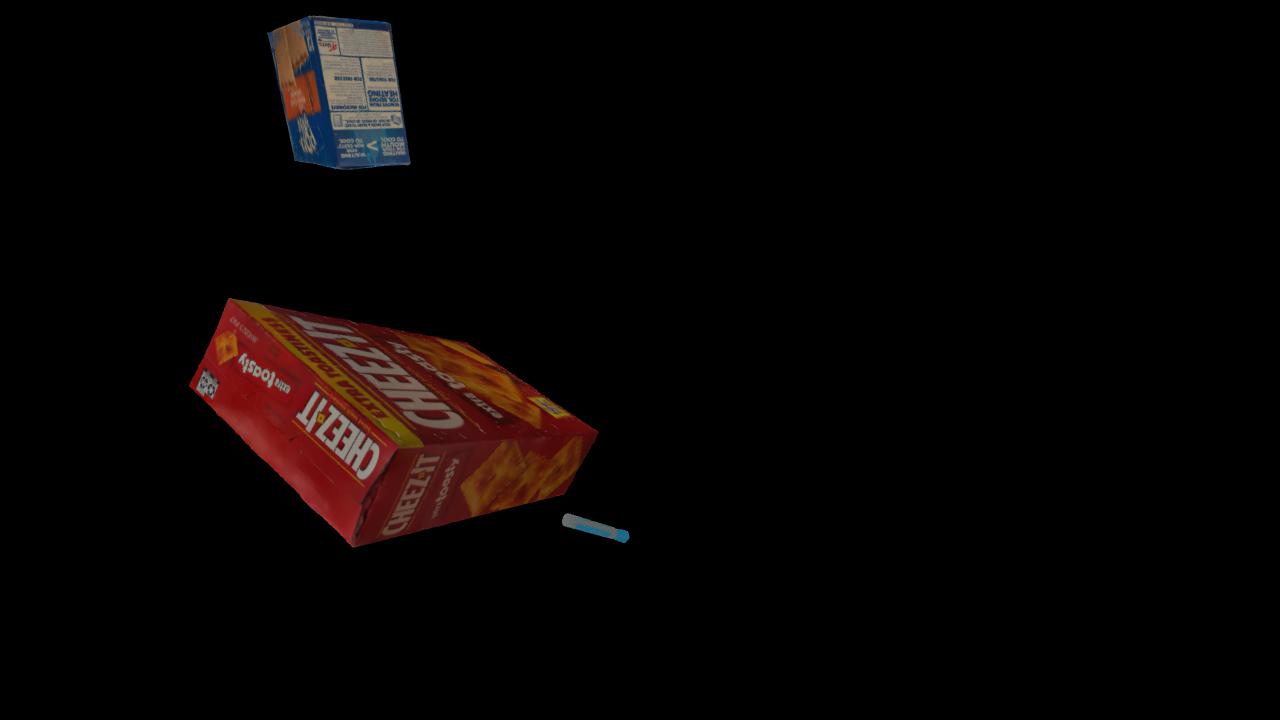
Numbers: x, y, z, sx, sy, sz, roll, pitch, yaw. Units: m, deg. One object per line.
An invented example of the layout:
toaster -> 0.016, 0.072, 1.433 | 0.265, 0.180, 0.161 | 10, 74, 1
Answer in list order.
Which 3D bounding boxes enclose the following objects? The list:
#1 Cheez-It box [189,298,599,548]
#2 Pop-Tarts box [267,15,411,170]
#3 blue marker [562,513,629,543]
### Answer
Cheez-It box -> -0.154, 0.038, 0.435 | 0.166, 0.071, 0.223 | 31, 8, 23
Pop-Tarts box -> -0.335, -0.291, 0.681 | 0.083, 0.141, 0.167 | -19, 29, -37
blue marker -> -0.062, 0.249, 0.907 | 0.121, 0.020, 0.020 | 28, -17, -36
